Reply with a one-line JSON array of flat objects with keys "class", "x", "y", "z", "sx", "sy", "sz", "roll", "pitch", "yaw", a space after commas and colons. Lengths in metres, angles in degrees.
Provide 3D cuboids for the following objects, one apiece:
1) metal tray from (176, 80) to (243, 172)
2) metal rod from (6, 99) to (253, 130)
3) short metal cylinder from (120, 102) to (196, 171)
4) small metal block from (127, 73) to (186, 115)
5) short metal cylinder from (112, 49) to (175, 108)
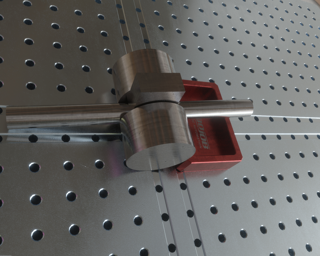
[{"class": "metal tray", "x": 0.055, "y": -0.006, "z": 0.438, "sx": 0.091, "sy": 0.030, "sz": 0.130, "roll": 1, "pitch": 61, "yaw": -28}, {"class": "metal rod", "x": -0.019, "y": -0.019, "z": 0.379, "sx": 0.303, "sy": 0.025, "sz": 0.025, "roll": -3, "pitch": 63, "yaw": -20}, {"class": "short metal cylinder", "x": -0.003, "y": 0.012, "z": 0.363, "sx": 0.081, "sy": 0.080, "sz": 0.050, "roll": 1, "pitch": 61, "yaw": -28}, {"class": "small metal block", "x": -0.006, "y": -0.037, "z": 0.351, "sx": 0.050, "sy": 0.050, "sz": 0.025, "roll": -4, "pitch": 63, "yaw": -21}, {"class": "short metal cylinder", "x": -0.017, "y": -0.055, "z": 0.395, "sx": 0.081, "sy": 0.080, "sz": 0.050, "roll": 1, "pitch": 62, "yaw": -28}]
